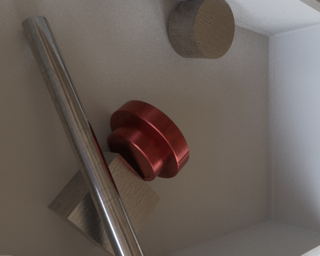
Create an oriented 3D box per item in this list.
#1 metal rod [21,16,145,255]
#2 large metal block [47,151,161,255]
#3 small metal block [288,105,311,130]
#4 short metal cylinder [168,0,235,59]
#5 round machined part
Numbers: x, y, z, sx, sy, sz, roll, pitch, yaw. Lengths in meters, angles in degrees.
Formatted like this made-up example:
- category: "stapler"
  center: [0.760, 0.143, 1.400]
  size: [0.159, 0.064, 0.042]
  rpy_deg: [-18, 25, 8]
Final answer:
- category: "metal rod"
  center: [-0.065, 0.033, 0.296]
  size: [0.025, 0.025, 0.299]
  rpy_deg: [-20, 85, -39]
- category: "large metal block"
  center: [-0.059, 0.083, 0.343]
  size: [0.080, 0.050, 0.080]
  rpy_deg: [52, 60, -28]
- category: "small metal block"
  center: [0.300, -0.022, 0.665]
  size: [0.050, 0.025, 0.050]
  rpy_deg: [6, 86, -40]
- category: "short metal cylinder"
  center: [0.059, -0.138, 0.432]
  size: [0.081, 0.050, 0.079]
  rpy_deg: [-12, 109, -38]
- category: "round machined part"
  center: [-0.020, 0.021, 0.344]
  size: [0.042, 0.098, 0.098]
  rpy_deg: [-45, 118, -31]
